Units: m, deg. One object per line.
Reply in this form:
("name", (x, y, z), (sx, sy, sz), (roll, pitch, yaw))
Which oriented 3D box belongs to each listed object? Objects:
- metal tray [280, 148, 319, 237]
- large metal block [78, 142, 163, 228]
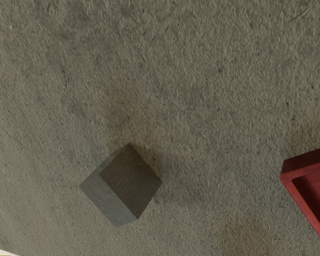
("metal tray", (0.208, 0.081, 0.343), (0.090, 0.030, 0.130), (-29, 103, 37))
("large metal block", (-0.054, 0.082, 0.449), (0.050, 0.080, 0.080), (-32, 101, 38))
